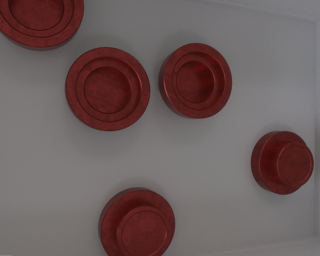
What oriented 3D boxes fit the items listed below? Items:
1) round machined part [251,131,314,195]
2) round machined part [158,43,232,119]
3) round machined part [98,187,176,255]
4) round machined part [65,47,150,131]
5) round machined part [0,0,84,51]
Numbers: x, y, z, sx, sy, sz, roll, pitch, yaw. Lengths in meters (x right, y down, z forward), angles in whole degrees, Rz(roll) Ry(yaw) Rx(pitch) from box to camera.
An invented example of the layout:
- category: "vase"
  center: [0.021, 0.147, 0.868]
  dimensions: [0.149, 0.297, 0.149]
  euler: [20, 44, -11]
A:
- category: "round machined part"
  center: [0.192, 0.054, 0.472]
  dimensions: [0.099, 0.042, 0.097]
  euler: [0, 90, -20]
- category: "round machined part"
  center: [0.044, -0.061, 0.417]
  dimensions: [0.099, 0.042, 0.097]
  euler: [0, 90, -20]
- category: "round machined part"
  center: [-0.025, 0.128, 0.392]
  dimensions: [0.099, 0.042, 0.097]
  euler: [0, 90, -20]
- category: "round machined part"
  center: [-0.065, -0.045, 0.377]
  dimensions: [0.099, 0.042, 0.097]
  euler: [0, 90, -20]
- category: "round machined part"
  center: [-0.138, -0.136, 0.349]
  dimensions: [0.099, 0.042, 0.097]
  euler: [-1, 92, -20]
